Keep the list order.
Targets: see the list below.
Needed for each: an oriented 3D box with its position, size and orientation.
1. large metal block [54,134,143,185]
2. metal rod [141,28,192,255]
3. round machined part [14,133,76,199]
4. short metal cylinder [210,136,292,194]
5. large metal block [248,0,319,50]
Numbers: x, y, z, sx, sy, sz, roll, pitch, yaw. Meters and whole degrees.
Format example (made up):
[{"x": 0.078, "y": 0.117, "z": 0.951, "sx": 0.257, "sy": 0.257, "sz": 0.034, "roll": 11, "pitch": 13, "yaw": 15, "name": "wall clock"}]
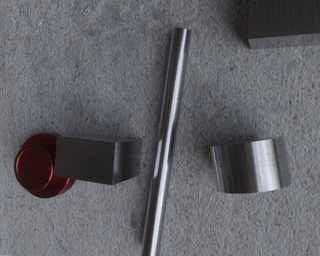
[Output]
[{"x": -0.077, "y": 0.038, "z": 0.406, "sx": 0.080, "sy": 0.080, "sz": 0.050, "roll": 5, "pitch": 92, "yaw": 19, "name": "large metal block"}, {"x": 0.007, "y": 0.023, "z": 0.405, "sx": 0.025, "sy": 0.025, "sz": 0.298, "roll": 9, "pitch": 93, "yaw": 19, "name": "metal rod"}, {"x": -0.175, "y": 0.056, "z": 0.460, "sx": 0.098, "sy": 0.042, "sz": 0.097, "roll": 0, "pitch": 90, "yaw": 19, "name": "round machined part"}, {"x": 0.100, "y": 0.039, "z": 0.344, "sx": 0.080, "sy": 0.080, "sz": 0.050, "roll": -9, "pitch": 87, "yaw": 19, "name": "short metal cylinder"}, {"x": 0.142, "y": -0.136, "z": 0.346, "sx": 0.080, "sy": 0.050, "sz": 0.079, "roll": 0, "pitch": 90, "yaw": 19, "name": "large metal block"}]
